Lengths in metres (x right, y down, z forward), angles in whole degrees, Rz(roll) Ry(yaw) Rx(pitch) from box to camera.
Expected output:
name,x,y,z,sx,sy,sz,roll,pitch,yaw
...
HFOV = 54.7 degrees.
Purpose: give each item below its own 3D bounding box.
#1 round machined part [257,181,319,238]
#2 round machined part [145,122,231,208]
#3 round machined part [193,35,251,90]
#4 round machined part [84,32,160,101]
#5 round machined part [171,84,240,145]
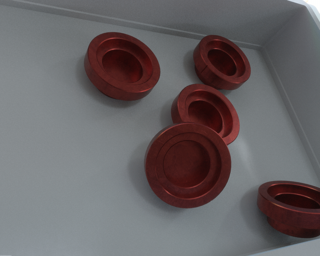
name,x,y,z,sx,sy,sz,roll,pitch,yaw
round machined part,0.178,0.107,0.405,0.099,0.098,0.042,-5,105,-31
round machined part,0.030,0.041,0.367,0.099,0.042,0.097,-1,94,-8
round machined part,0.097,-0.102,0.512,0.099,0.042,0.098,14,56,-21
round machined part,-0.053,-0.077,0.415,0.099,0.042,0.098,14,56,-21
round machined part,0.059,-0.010,0.435,0.099,0.042,0.098,14,56,-21
